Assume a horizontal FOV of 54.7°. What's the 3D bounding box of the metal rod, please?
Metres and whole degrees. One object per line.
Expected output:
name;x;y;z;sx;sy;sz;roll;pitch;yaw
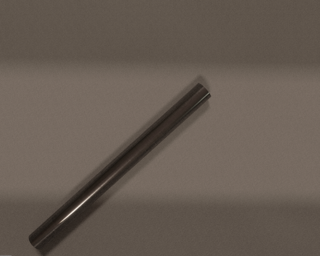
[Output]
metal rod;-0.052;0.050;0.410;0.300;0.025;0.025;-42;91;-1
